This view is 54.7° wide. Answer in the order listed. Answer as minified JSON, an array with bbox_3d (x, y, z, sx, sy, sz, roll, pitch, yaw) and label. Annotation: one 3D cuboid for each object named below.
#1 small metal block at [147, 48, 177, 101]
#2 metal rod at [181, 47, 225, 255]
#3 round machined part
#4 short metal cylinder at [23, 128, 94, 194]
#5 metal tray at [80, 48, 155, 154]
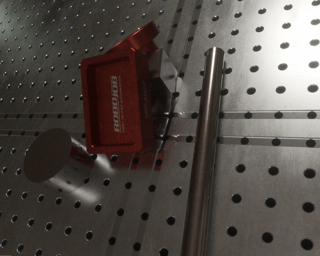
[{"bbox_3d":[0.001,-0.075,0.436,0.025,0.050,0.050,-8,58,23],"label":"small metal block"},{"bbox_3d":[0.052,0.028,0.362,0.025,0.025,0.299,-4,60,26],"label":"metal rod"},{"bbox_3d":[-0.039,-0.117,0.469,0.098,0.042,0.098,-31,18,12],"label":"round machined part"},{"bbox_3d":[-0.141,0.047,0.436,0.080,0.050,0.080,-13,56,20],"label":"short metal cylinder"},{"bbox_3d":[-0.058,-0.032,0.411,0.090,0.030,0.129,-5,89,29],"label":"metal tray"}]
